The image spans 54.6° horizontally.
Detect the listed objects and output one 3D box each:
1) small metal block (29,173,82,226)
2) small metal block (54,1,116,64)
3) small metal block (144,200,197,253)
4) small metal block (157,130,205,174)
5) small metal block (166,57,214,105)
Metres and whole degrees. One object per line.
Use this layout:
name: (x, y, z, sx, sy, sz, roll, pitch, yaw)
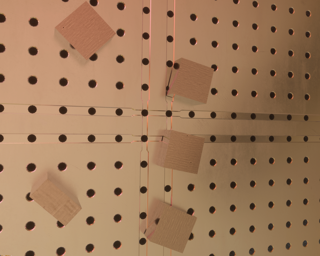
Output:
small metal block: (-0.119, 0.080, 0.355, 0.050, 0.050, 0.025, 46, 76, -14)
small metal block: (-0.091, -0.115, 0.379, 0.050, 0.025, 0.050, 46, 76, -14)
small metal block: (0.015, 0.133, 0.418, 0.050, 0.025, 0.050, 27, 81, -18)
small metal block: (0.029, 0.032, 0.423, 0.050, 0.025, 0.050, 14, 85, -20)
small metal block: (0.042, -0.063, 0.428, 0.050, 0.025, 0.050, 15, 85, -20)
